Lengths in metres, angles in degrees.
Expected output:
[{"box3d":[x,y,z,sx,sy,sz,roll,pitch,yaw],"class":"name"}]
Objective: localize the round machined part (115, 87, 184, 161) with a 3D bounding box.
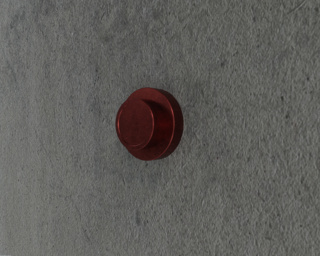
[{"box3d":[-0.021,-0.005,0.410,0.098,0.042,0.097,0,90,39],"class":"round machined part"}]
